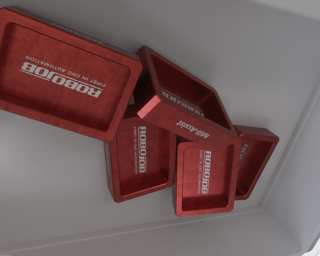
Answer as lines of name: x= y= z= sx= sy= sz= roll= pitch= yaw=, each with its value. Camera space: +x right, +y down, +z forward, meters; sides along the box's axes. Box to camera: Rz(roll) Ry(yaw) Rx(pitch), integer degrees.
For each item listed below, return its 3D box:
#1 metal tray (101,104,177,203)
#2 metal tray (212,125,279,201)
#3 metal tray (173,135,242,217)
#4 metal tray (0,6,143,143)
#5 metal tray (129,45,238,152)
metal tray: x=-0.025 y=0.032 z=0.410 sx=0.091 sy=0.030 sz=0.129 roll=-13 pitch=124 yaw=-21
metal tray: x=0.131 y=0.061 z=0.514 sx=0.091 sy=0.030 sz=0.129 roll=6 pitch=116 yaw=-31
metal tray: x=0.066 y=0.068 z=0.458 sx=0.091 sy=0.030 sz=0.129 roll=-4 pitch=116 yaw=-7
metal tray: x=-0.093 y=-0.048 z=0.298 sx=0.131 sy=0.030 sz=0.089 roll=19 pitch=109 yaw=-16
metal tray: x=0.027 y=-0.031 z=0.358 sx=0.131 sy=0.090 sz=0.030 roll=23 pitch=127 yaw=-37
